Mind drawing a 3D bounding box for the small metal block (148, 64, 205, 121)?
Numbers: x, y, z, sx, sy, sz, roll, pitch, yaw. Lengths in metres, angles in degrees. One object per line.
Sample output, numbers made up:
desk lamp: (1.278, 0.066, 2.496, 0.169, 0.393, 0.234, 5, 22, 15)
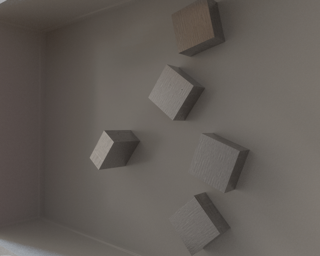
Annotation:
small metal block: (0.020, -0.044, 0.389, 0.050, 0.025, 0.050, 45, 116, 30)

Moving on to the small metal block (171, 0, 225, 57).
small metal block: (0.045, -0.119, 0.368, 0.050, 0.025, 0.050, -16, 80, 38)

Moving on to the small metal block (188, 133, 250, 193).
small metal block: (0.066, 0.038, 0.351, 0.050, 0.025, 0.050, 27, 107, 36)

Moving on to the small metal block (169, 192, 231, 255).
small metal block: (0.046, 0.113, 0.367, 0.050, 0.025, 0.050, -50, 61, 28)

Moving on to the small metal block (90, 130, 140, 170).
small metal block: (-0.064, 0.030, 0.441, 0.025, 0.050, 0.050, 46, 117, 30)
